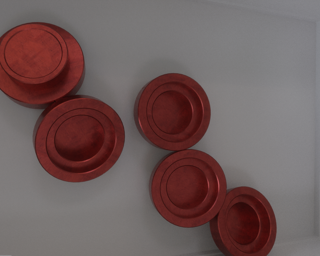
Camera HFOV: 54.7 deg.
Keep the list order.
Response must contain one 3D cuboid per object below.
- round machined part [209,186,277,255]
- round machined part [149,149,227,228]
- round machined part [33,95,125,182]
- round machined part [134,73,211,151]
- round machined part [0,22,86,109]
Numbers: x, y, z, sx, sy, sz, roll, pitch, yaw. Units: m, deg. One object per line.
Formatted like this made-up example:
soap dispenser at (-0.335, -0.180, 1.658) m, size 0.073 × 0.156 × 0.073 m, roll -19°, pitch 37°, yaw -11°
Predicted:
round machined part at (0.110, 0.133, 0.432) m, size 0.099 × 0.042 × 0.098 m, roll 8°, pitch 70°, yaw -23°
round machined part at (0.034, 0.077, 0.408) m, size 0.099 × 0.042 × 0.097 m, roll 1°, pitch 85°, yaw -11°
round machined part at (-0.094, 0.009, 0.357) m, size 0.099 × 0.042 × 0.097 m, roll -9°, pitch 110°, yaw -26°
round machined part at (0.013, -0.020, 0.405) m, size 0.099 × 0.042 × 0.097 m, roll 0°, pitch 89°, yaw -20°
round machined part at (-0.133, -0.073, 0.338) m, size 0.099 × 0.042 × 0.098 m, roll 2°, pitch 76°, yaw -10°
